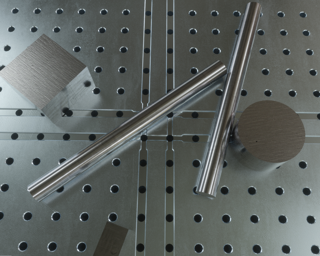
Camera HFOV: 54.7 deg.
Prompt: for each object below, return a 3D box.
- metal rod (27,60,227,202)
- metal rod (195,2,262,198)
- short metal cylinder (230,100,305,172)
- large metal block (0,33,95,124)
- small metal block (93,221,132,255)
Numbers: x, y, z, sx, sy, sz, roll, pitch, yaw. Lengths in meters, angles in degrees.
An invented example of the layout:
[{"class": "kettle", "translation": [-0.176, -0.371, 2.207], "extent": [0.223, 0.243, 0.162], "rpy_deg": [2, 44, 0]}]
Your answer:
[{"class": "metal rod", "translation": [-0.034, -0.003, 0.412], "extent": [0.301, 0.025, 0.025], "rpy_deg": [-35, 74, -12]}, {"class": "metal rod", "translation": [0.100, -0.052, 0.431], "extent": [0.025, 0.025, 0.299], "rpy_deg": [16, 71, 6]}, {"class": "short metal cylinder", "translation": [0.134, 0.011, 0.395], "extent": [0.081, 0.050, 0.080], "rpy_deg": [0, 70, 0]}, {"class": "large metal block", "translation": [-0.151, -0.066, 0.422], "extent": [0.080, 0.050, 0.080], "rpy_deg": [38, 74, 12]}, {"class": "small metal block", "translation": [-0.054, 0.135, 0.349], "extent": [0.025, 0.050, 0.050], "rpy_deg": [19, 71, 7]}]
